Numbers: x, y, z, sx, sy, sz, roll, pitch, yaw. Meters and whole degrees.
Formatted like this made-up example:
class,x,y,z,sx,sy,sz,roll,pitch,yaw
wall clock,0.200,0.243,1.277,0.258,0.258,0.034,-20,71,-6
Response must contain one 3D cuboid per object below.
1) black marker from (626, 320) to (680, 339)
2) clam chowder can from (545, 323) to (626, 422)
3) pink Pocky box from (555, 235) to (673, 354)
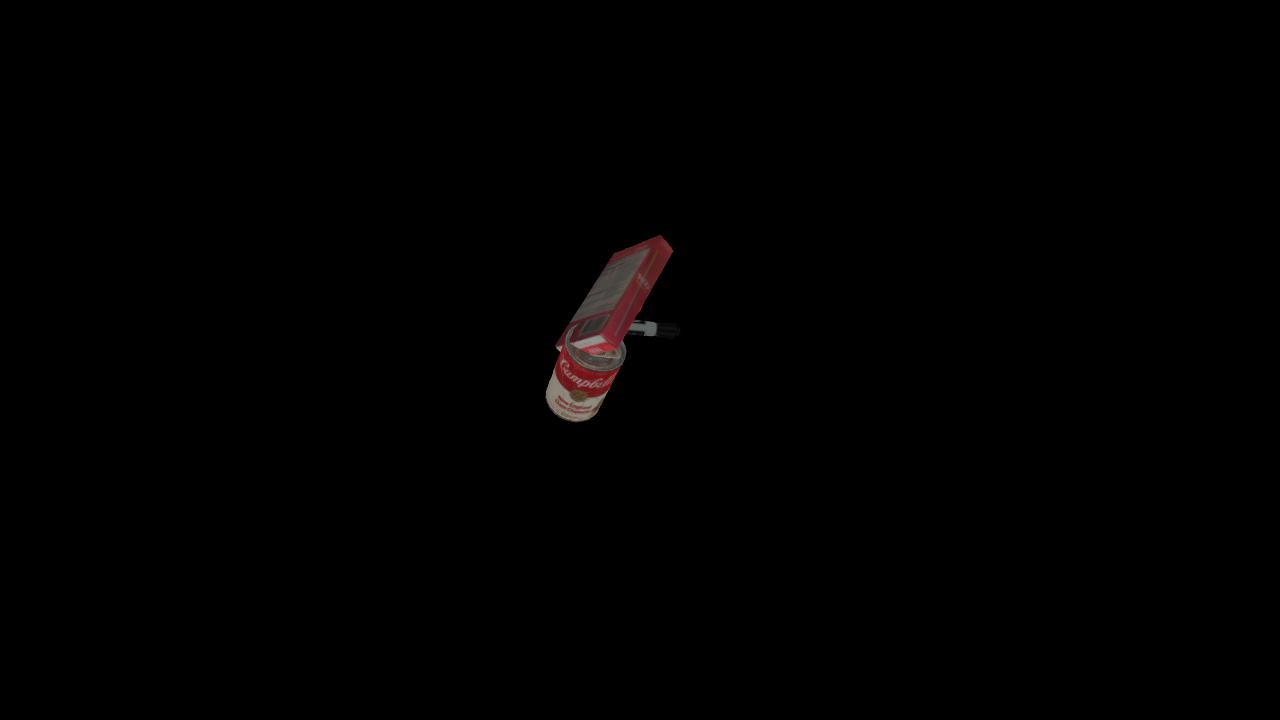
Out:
class,x,y,z,sx,sy,sz,roll,pitch,yaw
black marker,-0.013,-0.038,0.709,0.121,0.020,0.020,6,-1,-7
clam chowder can,-0.063,0.015,0.688,0.068,0.068,0.102,0,-38,-25
pink Pocky box,-0.027,-0.070,0.683,0.084,0.155,0.029,-12,-49,47
